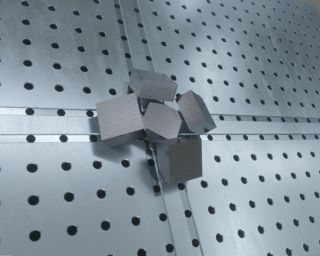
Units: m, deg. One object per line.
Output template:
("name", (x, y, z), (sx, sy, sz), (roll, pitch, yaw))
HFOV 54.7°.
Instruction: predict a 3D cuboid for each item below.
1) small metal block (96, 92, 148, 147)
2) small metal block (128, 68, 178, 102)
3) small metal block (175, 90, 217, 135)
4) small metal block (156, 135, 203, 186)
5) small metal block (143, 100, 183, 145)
("small metal block", (-0.046, -0.010, 0.375), (0.050, 0.025, 0.050), (-16, 65, 2))
("small metal block", (-0.010, -0.059, 0.424), (0.050, 0.025, 0.050), (6, 23, -25))
("small metal block", (0.051, -0.020, 0.435), (0.050, 0.025, 0.050), (19, 44, -62))
("small metal block", (0.025, 0.039, 0.383), (0.050, 0.025, 0.050), (-10, 102, -33))
("small metal block", (-0.001, -0.005, 0.412), (0.050, 0.025, 0.050), (28, 52, -11))
